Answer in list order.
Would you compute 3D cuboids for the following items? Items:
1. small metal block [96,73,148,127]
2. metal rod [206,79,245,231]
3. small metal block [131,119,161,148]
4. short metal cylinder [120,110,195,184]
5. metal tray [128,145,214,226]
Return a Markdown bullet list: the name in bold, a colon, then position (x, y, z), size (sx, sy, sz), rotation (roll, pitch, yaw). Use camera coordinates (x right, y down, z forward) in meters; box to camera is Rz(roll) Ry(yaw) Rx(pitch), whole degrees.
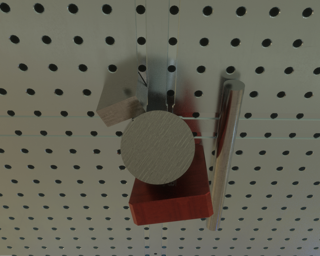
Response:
- **small metal block**: position (-0.043, -0.033, 0.366), size (0.050, 0.050, 0.025), rotation (-20, 125, 16)
- **metal rod**: position (0.092, 0.062, 0.465), size (0.025, 0.025, 0.298), rotation (-1, 130, 1)
- **small metal block**: position (-0.015, 0.015, 0.408), size (0.050, 0.050, 0.025), rotation (8, 130, -7)
- **short metal cylinder**: position (-0.005, 0.020, 0.357), size (0.081, 0.050, 0.079), rotation (0, 91, -7)
- **metal tray**: position (0.016, 0.067, 0.398), size (0.090, 0.130, 0.030), rotation (-9, 110, 7)
